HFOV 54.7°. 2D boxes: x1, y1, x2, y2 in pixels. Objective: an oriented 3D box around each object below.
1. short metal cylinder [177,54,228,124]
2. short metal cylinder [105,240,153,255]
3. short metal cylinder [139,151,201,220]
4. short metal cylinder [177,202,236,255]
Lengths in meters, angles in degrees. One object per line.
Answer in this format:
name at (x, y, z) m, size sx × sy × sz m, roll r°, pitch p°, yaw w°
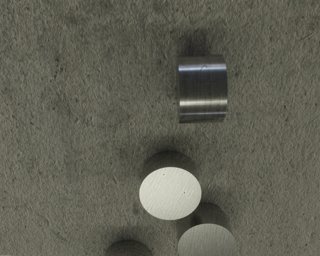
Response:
short metal cylinder at (0.046, -0.045, 0.364) m, size 0.050 × 0.080 × 0.079 m, roll -2°, pitch 110°, yaw 1°
short metal cylinder at (-0.050, 0.222, 0.478) m, size 0.081 × 0.050 × 0.079 m, roll 0°, pitch 110°, yaw 0°
short metal cylinder at (0.014, 0.078, 0.425) m, size 0.081 × 0.050 × 0.079 m, roll 0°, pitch 110°, yaw 0°
short metal cylinder at (0.065, 0.158, 0.455) m, size 0.081 × 0.050 × 0.079 m, roll 0°, pitch 110°, yaw 0°
